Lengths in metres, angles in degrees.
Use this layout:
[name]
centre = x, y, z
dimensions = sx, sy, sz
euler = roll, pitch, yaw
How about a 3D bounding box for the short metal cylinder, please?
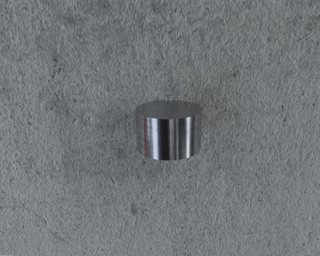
[short metal cylinder]
centre = 0.011, 0.000, 0.382
dimensions = 0.081, 0.080, 0.050
euler = -1, 110, 0
